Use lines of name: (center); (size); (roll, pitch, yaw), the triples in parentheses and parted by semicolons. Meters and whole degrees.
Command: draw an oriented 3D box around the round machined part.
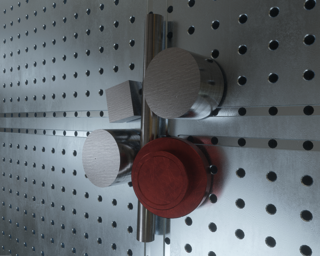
round machined part: (0.008, 0.060, 0.371); (0.098, 0.042, 0.097); (0, 89, 24)

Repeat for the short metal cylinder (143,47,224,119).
short metal cylinder: (0.027, -0.050, 0.365); (0.080, 0.050, 0.079); (0, 90, 40)

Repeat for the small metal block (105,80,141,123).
small metal block: (-0.050, -0.037, 0.445); (0.050, 0.025, 0.050); (-14, 81, 39)

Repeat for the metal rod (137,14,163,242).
metal rod: (-0.014, 0.001, 0.415); (0.025, 0.025, 0.298); (4, 92, 40)

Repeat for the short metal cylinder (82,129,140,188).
short metal cylinder: (-0.066, 0.041, 0.442); (0.080, 0.050, 0.079); (0, 90, 40)
